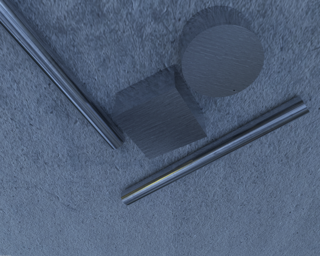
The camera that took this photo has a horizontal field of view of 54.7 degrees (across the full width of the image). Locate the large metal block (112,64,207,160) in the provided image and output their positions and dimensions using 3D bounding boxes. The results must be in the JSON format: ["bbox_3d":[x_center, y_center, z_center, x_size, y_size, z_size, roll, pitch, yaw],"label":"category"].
[{"bbox_3d":[0.001,-0.017,0.376,0.080,0.050,0.080,-24,126,19],"label":"large metal block"}]

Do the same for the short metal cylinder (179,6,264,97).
[{"bbox_3d":[0.062,-0.079,0.324,0.081,0.050,0.079,0,130,0],"label":"short metal cylinder"}]

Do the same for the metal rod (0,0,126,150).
[{"bbox_3d":[-0.129,-0.080,0.337,0.025,0.025,0.300,-23,127,18],"label":"metal rod"}]

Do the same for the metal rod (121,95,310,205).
[{"bbox_3d":[0.062,0.042,0.443,0.300,0.025,0.025,-32,124,24],"label":"metal rod"}]
